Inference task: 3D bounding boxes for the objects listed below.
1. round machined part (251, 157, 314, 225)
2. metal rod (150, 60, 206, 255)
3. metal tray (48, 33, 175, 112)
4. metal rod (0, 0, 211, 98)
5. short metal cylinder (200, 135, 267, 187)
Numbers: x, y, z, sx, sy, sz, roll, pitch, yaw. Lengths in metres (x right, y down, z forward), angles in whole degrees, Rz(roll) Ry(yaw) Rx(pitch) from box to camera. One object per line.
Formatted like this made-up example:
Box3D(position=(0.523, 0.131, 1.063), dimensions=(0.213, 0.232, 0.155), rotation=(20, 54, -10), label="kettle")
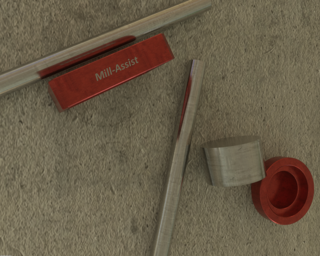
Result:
Box3D(position=(0.178, 0.091, 0.466), dimensions=(0.099, 0.042, 0.097), rotation=(0, 90, -20), label="round machined part")
Box3D(position=(0.022, 0.056, 0.417), dimensions=(0.025, 0.025, 0.298), rotation=(13, 86, -20), label="metal rod")
Box3D(position=(-0.059, -0.060, 0.352), dimensions=(0.131, 0.090, 0.030), rotation=(-28, 100, -18), label="metal tray")
Box3D(position=(-0.063, -0.108, 0.385), dimensions=(0.302, 0.025, 0.025), rotation=(-28, 100, -18), label="metal rod")
Box3D(position=(0.098, 0.042, 0.416), dimensions=(0.081, 0.080, 0.050), rotation=(-12, 94, -20), label="short metal cylinder")
